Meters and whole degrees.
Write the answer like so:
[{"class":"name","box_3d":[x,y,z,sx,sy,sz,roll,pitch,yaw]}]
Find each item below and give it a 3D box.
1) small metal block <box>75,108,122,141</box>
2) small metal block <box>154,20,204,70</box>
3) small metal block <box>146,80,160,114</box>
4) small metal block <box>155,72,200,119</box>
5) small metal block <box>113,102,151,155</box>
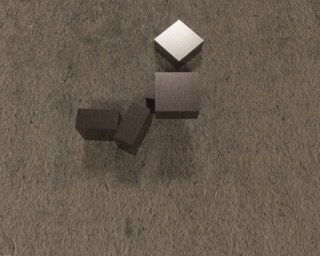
[{"class":"small metal block","box_3d":[-0.075,-0.003,0.395,0.050,0.050,0.025,2,70,0]},{"class":"small metal block","box_3d":[0.027,-0.121,0.453,0.050,0.025,0.050,-42,76,-14]},{"class":"small metal block","box_3d":[0.009,-0.036,0.408,0.050,0.050,0.025,9,71,3]},{"class":"small metal block","box_3d":[0.020,-0.038,0.369,0.050,0.025,0.050,0,70,-1]},{"class":"small metal block","box_3d":[-0.033,0.002,0.394,0.025,0.050,0.050,23,72,7]}]
